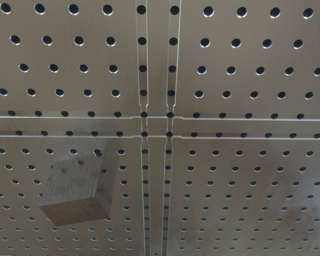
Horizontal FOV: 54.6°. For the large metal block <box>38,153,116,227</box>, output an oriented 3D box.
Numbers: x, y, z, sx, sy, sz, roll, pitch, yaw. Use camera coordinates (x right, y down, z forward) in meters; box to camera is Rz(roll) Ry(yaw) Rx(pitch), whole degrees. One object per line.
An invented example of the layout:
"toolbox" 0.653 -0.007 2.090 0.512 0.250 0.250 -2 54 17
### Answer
"large metal block" -0.115 0.088 0.449 0.080 0.080 0.050 -12 129 9
